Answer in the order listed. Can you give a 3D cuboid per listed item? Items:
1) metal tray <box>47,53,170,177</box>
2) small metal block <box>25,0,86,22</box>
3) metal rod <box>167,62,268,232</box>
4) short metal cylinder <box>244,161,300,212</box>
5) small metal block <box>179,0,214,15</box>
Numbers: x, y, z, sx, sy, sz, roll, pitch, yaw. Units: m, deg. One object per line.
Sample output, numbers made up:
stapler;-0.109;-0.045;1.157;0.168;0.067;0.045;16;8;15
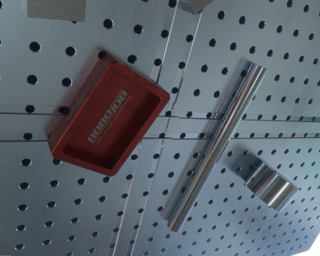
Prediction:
metal tray;-0.060;-0.010;0.369;0.090;0.030;0.130;28;103;-38
small metal block;-0.095;-0.127;0.281;0.050;0.025;0.050;-5;121;-27
metal rod;0.082;0.041;0.483;0.025;0.025;0.298;12;112;-34
short metal cylinder;0.198;0.103;0.550;0.080;0.080;0.050;29;102;-38
small metal block;0.042;-0.161;0.336;0.050;0.025;0.050;-38;130;-3
